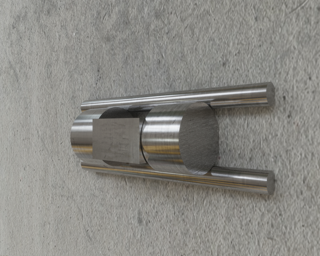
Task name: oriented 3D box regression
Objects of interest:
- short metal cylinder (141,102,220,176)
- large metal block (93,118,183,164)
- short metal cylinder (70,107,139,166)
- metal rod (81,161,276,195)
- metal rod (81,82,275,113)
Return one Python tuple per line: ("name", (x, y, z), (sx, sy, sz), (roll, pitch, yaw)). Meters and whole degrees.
("short metal cylinder", (0.025, 0.012, 0.349), (0.050, 0.081, 0.080), (-1, 90, 40))
("large metal block", (-0.027, 0.014, 0.390), (0.080, 0.081, 0.050), (0, 90, 40))
("short metal cylinder", (-0.076, 0.012, 0.433), (0.050, 0.081, 0.080), (-1, 90, 40))
("metal rod", (-0.003, 0.056, 0.409), (0.300, 0.025, 0.025), (0, 90, 40))
("metal rod", (-0.003, -0.034, 0.409), (0.300, 0.025, 0.025), (0, 90, 40))
